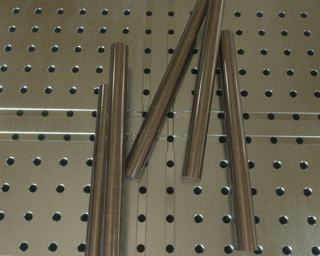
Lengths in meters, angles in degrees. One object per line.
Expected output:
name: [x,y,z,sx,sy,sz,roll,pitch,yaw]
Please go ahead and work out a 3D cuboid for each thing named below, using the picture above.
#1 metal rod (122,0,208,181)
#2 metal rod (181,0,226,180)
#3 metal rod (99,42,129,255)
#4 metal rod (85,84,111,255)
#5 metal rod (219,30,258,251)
metal rod: [0.017,-0.069,0.437,0.025,0.025,0.300,20,71,7]
metal rod: [0.065,-0.078,0.429,0.025,0.025,0.299,9,74,3]
metal rod: [-0.055,0.030,0.380,0.025,0.025,0.299,0,71,0]
metal rod: [-0.074,0.085,0.380,0.025,0.025,0.299,0,70,0]
metal rod: [0.099,0.002,0.411,0.025,0.025,0.299,-1,70,0]
